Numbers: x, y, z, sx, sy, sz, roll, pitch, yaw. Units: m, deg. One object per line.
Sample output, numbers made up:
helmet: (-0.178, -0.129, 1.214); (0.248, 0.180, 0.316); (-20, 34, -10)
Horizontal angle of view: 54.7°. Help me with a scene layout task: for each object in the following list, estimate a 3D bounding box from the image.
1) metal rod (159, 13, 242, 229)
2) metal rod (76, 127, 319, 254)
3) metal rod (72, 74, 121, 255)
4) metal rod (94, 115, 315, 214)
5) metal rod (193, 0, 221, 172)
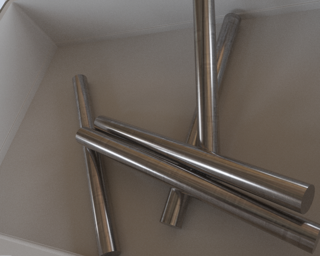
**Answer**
metal rod: (0.058, -0.026, 0.390); (0.025, 0.025, 0.300); (6, 64, 31)
metal rod: (0.011, 0.050, 0.336); (0.300, 0.025, 0.025); (19, 72, 35)
metal rod: (-0.096, 0.030, 0.437); (0.025, 0.025, 0.299); (-28, 52, 11)
metal rod: (0.015, 0.025, 0.350); (0.300, 0.025, 0.025); (17, 71, 45)
metal rod: (0.052, -0.094, 0.355); (0.025, 0.025, 0.298); (-3, 86, 26)
